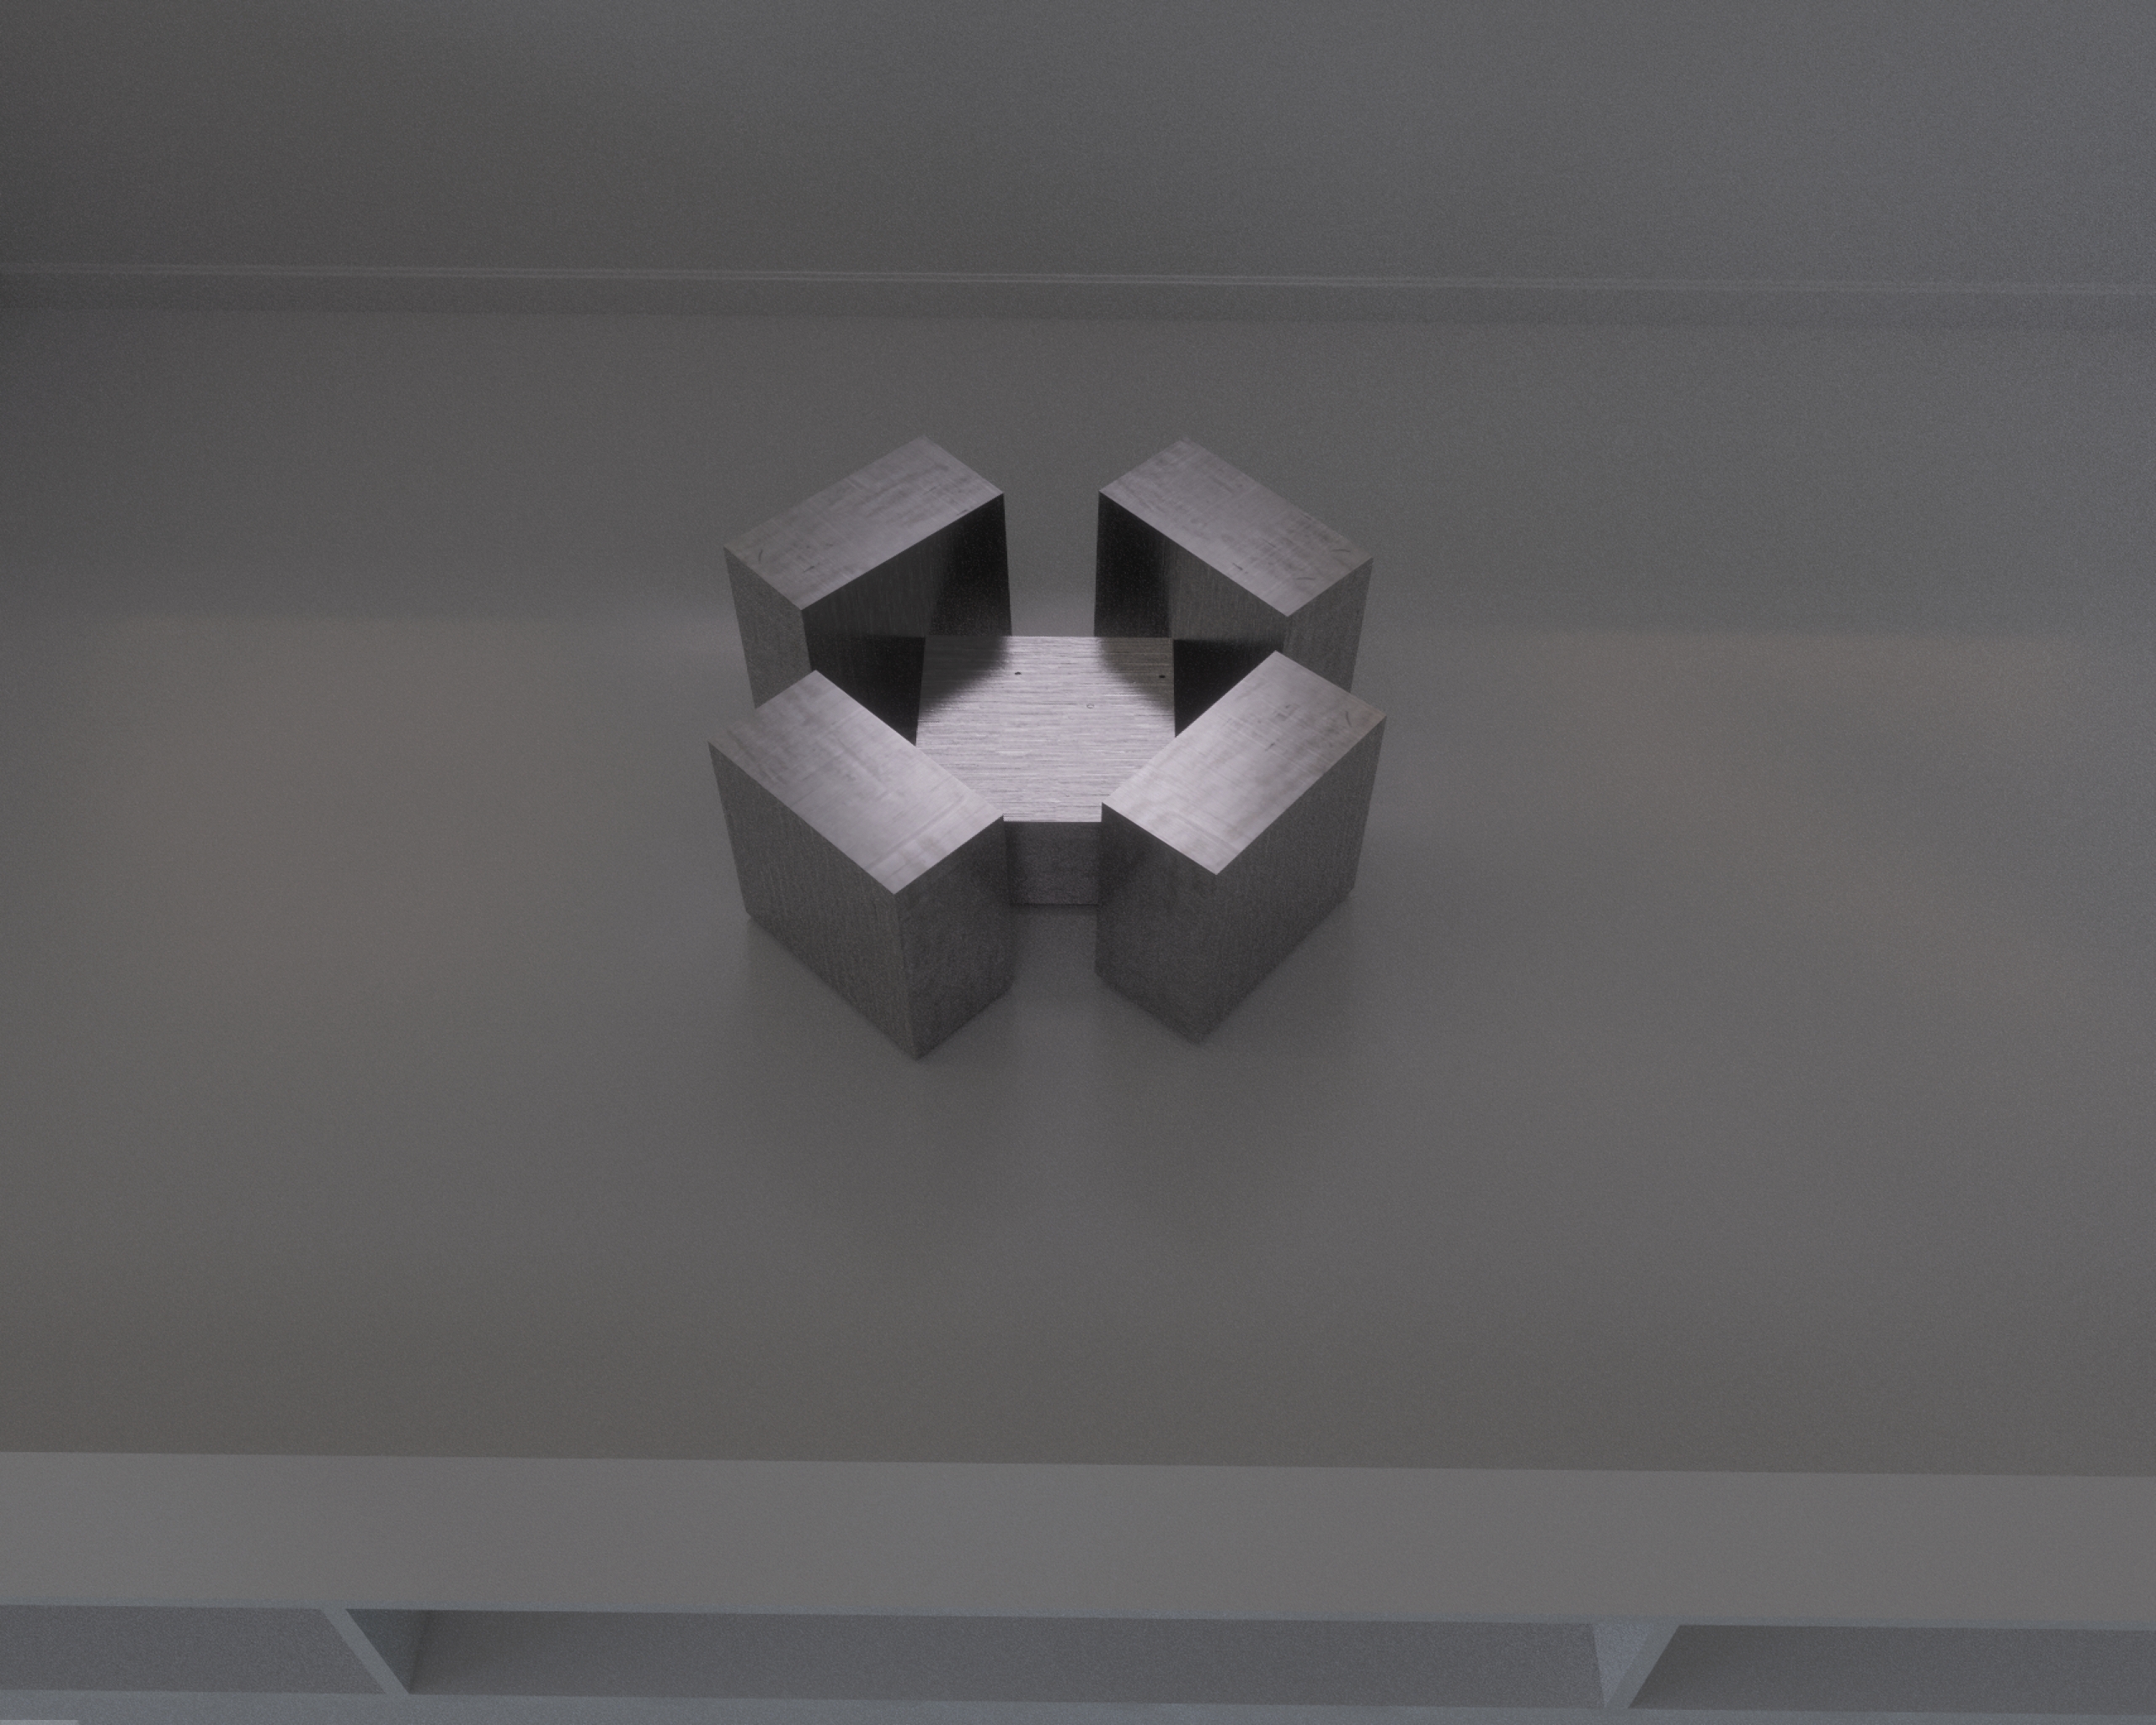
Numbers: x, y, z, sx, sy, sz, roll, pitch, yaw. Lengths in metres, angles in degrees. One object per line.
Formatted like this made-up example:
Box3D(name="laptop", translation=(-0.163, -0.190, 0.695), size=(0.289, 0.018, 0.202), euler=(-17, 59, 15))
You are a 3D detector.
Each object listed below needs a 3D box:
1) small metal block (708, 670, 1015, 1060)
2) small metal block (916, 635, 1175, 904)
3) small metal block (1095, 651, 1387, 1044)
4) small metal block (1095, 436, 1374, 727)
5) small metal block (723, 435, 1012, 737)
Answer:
Box3D(name="small metal block", translation=(-0.039, 0.001, 0.386), size=(0.025, 0.050, 0.050), euler=(-38, 59, -26))
Box3D(name="small metal block", translation=(-0.006, -0.019, 0.418), size=(0.050, 0.025, 0.050), euler=(1, 50, 0))
Box3D(name="small metal block", translation=(0.030, -0.003, 0.388), size=(0.025, 0.050, 0.050), euler=(34, 57, 24))
Box3D(name="small metal block", translation=(0.030, -0.051, 0.429), size=(0.025, 0.050, 0.050), euler=(-37, 60, -28))
Box3D(name="small metal block", translation=(-0.041, -0.052, 0.429), size=(0.050, 0.050, 0.025), euler=(-35, 58, -25))
